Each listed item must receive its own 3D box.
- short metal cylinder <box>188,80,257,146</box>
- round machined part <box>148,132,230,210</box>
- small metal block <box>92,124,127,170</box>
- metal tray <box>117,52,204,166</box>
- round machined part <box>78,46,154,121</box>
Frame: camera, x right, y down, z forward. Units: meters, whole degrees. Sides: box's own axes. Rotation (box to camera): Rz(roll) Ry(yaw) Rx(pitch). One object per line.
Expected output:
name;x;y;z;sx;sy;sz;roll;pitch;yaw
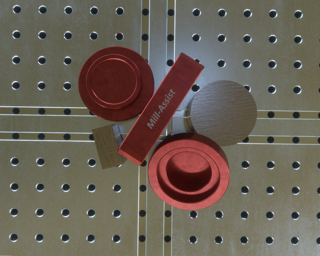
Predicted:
short metal cylinder;0.077;-0.018;0.397;0.081;0.050;0.079;0;90;0
round machined part;0.037;0.050;0.390;0.098;0.042;0.097;4;112;9
small metal block;-0.063;0.023;0.396;0.025;0.050;0.050;-15;90;0
metal tray;0.001;-0.021;0.377;0.030;0.090;0.130;33;90;0
round machined part;-0.057;-0.057;0.400;0.099;0.042;0.097;0;90;0
